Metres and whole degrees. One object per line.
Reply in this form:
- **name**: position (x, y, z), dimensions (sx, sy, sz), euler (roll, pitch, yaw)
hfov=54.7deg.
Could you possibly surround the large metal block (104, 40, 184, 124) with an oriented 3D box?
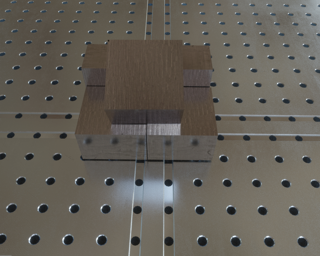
- **large metal block**: position (-0.016, -0.050, 0.347), dimensions (0.081, 0.050, 0.080), euler (0, 74, -1)

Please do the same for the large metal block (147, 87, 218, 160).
- **large metal block**: position (0.026, -0.006, 0.394), dimensions (0.081, 0.050, 0.080), euler (1, 50, 0)

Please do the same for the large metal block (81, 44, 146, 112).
- **large metal block**: position (-0.056, -0.067, 0.426), dimensions (0.081, 0.080, 0.050), euler (1, 50, 0)

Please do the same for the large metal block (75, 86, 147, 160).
- **large metal block**: position (-0.056, -0.007, 0.394), dimensions (0.081, 0.050, 0.080), euler (1, 50, 0)

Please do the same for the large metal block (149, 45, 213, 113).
- **large metal block**: position (0.025, -0.066, 0.426), dimensions (0.081, 0.080, 0.050), euler (1, 50, 0)
